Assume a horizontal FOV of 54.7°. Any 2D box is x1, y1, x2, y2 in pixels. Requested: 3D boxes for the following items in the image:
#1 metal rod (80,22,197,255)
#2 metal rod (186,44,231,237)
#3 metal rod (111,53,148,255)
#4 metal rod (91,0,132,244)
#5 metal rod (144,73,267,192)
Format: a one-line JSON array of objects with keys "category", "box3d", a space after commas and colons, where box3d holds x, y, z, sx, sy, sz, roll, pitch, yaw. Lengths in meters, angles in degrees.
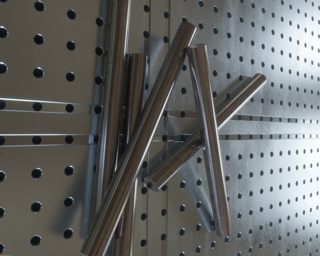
[{"category": "metal rod", "box3d": [-0.016, -0.002, 0.363, 0.025, 0.025, 0.300, 36, 66, -35]}, {"category": "metal rod", "box3d": [0.074, 0.033, 0.442, 0.025, 0.025, 0.298, -30, 119, -36]}, {"category": "metal rod", "box3d": [-0.039, 0.059, 0.378, 0.025, 0.025, 0.298, 7, 86, -40]}, {"category": "metal rod", "box3d": [-0.057, -0.018, 0.362, 0.025, 0.025, 0.298, 7, 86, -40]}, {"category": "metal rod", "box3d": [0.086, -0.008, 0.483, 0.302, 0.025, 0.025, -40, 115, -33]}]
